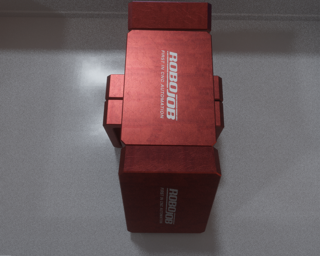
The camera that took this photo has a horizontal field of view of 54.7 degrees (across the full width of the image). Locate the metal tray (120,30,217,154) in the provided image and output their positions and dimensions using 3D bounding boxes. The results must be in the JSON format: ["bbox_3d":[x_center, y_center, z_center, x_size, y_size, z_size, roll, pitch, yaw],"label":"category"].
[{"bbox_3d":[0.009,-0.039,0.324,0.091,0.030,0.130,1,70,-1],"label":"metal tray"}]

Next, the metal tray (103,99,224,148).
[{"bbox_3d":[0.004,-0.002,0.375,0.131,0.090,0.030,1,70,0],"label":"metal tray"}]

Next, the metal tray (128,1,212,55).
[{"bbox_3d":[0.011,-0.121,0.396,0.091,0.130,0.030,1,91,0],"label":"metal tray"}]

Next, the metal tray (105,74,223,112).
[{"bbox_3d":[0.005,-0.031,0.385,0.131,0.090,0.030,1,70,0],"label":"metal tray"}]

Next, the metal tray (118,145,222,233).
[{"bbox_3d":[0.008,0.070,0.325,0.091,0.129,0.030,1,49,-1],"label":"metal tray"}]
